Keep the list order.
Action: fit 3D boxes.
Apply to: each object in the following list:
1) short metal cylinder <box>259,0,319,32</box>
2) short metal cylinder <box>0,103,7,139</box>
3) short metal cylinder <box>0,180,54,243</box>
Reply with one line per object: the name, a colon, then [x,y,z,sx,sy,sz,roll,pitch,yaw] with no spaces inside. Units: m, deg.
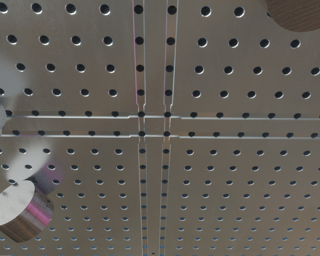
short metal cylinder: [0.131,-0.136,0.282,0.081,0.050,0.079,0,130,0]
short metal cylinder: [-0.233,-0.002,0.370,0.080,0.080,0.050,23,126,-19]
short metal cylinder: [-0.215,0.129,0.482,0.080,0.080,0.050,-17,128,14]
